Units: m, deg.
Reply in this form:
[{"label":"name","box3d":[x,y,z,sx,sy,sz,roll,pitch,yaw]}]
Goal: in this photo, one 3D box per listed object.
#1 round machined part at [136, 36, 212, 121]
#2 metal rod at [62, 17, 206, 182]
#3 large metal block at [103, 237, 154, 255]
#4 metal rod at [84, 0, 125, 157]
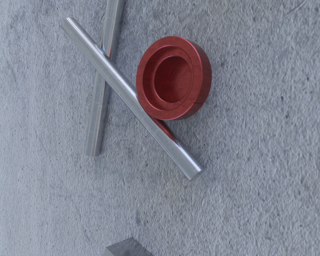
[{"label":"round machined part","box3d":[0.021,-0.058,0.375,0.098,0.042,0.097,0,90,39]},{"label":"metal rod","box3d":[-0.047,-0.051,0.419,0.300,0.025,0.025,49,119,20]},{"label":"large metal block","box3d":[-0.039,0.211,0.419,0.080,0.050,0.079,27,107,36]},{"label":"metal rod","box3d":[-0.081,-0.103,0.468,0.025,0.025,0.298,18,101,38]}]
